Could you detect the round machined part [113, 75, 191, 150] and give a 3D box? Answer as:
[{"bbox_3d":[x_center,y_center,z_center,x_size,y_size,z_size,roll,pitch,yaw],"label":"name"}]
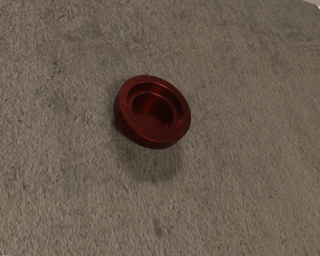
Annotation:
[{"bbox_3d":[-0.013,-0.016,0.397,0.099,0.042,0.098,14,56,-21],"label":"round machined part"}]
